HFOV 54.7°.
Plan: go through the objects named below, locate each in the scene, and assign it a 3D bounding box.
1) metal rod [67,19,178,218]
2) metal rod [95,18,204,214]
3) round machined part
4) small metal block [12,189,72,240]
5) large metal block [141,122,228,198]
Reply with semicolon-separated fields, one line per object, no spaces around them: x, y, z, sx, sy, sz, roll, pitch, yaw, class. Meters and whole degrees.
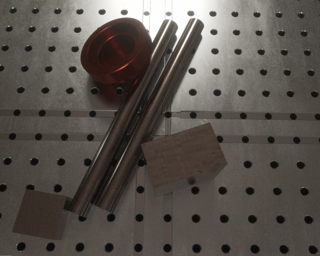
-0.042;-0.026;0.420;0.025;0.025;0.300;22;71;7;metal rod
-0.006;-0.030;0.422;0.025;0.025;0.300;23;71;8;metal rod
-0.055;-0.101;0.427;0.098;0.042;0.098;-11;59;18;round machined part
-0.140;0.104;0.372;0.050;0.025;0.050;10;70;3;small metal block
0.025;0.041;0.368;0.081;0.080;0.050;-17;71;-7;large metal block
